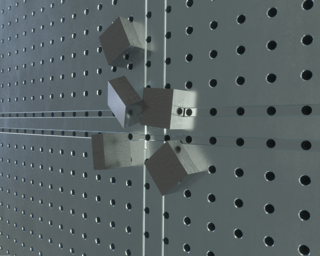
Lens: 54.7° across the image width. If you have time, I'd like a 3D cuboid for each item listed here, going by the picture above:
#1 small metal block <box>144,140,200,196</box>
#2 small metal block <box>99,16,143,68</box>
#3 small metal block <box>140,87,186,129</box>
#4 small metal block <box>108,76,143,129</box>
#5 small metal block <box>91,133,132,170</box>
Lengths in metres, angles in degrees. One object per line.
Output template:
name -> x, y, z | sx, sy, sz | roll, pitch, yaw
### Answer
small metal block -> 0.014, 0.051, 0.396 | 0.050, 0.025, 0.050 | -46, 63, 30
small metal block -> -0.059, -0.125, 0.455 | 0.050, 0.025, 0.050 | -33, 70, 35
small metal block -> 0.003, -0.026, 0.405 | 0.050, 0.025, 0.050 | 9, 96, 39
small metal block -> -0.050, -0.036, 0.434 | 0.050, 0.025, 0.050 | 54, 152, 26
small metal block -> -0.070, 0.033, 0.448 | 0.025, 0.050, 0.050 | -8, 85, 39
